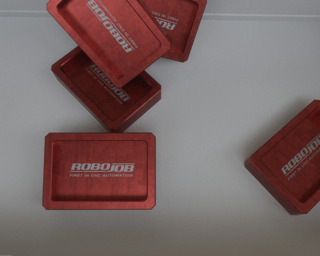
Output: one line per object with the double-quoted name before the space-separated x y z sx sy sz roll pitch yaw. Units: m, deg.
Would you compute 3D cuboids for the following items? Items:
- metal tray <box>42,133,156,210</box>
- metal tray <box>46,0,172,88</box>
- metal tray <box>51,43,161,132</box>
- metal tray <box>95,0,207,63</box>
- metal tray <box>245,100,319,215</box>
"metal tray" -0.071 0.051 0.376 0.131 0.030 0.089 0 84 -1
"metal tray" -0.059 -0.125 0.379 0.090 0.030 0.130 -36 108 18
"metal tray" -0.073 -0.063 0.429 0.090 0.030 0.130 -42 76 -14
"metal tray" -0.014 -0.148 0.413 0.131 0.089 0.030 11 25 -14
"metal tray" 0.187 0.035 0.396 0.130 0.030 0.090 -38 75 -13
